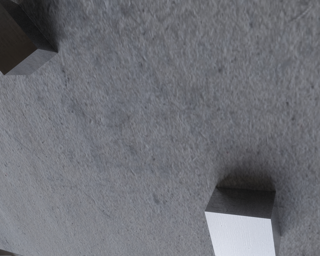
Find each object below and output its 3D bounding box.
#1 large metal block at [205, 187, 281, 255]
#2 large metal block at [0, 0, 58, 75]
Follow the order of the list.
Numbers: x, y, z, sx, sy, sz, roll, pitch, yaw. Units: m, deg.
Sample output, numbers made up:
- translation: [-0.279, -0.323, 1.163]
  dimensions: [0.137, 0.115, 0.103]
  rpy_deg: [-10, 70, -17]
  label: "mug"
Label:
- translation: [0.112, 0.128, 0.410]
  dimensions: [0.080, 0.050, 0.080]
  rpy_deg: [-1, 118, 28]
  label: "large metal block"
- translation: [-0.185, -0.113, 0.387]
  dimensions: [0.050, 0.080, 0.080]
  rpy_deg: [-37, 99, 5]
  label: "large metal block"
